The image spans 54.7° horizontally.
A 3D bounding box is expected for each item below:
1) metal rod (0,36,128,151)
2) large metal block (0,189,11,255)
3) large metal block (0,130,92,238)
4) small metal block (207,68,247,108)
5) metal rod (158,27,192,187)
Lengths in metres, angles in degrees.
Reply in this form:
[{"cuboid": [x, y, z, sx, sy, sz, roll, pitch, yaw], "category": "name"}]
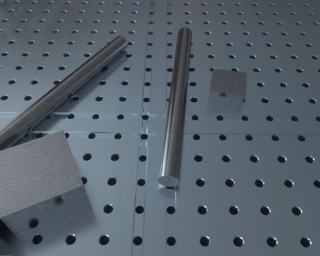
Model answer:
[{"cuboid": [-0.145, -0.049, 0.447, 0.025, 0.025, 0.301, 26, 54, 20], "category": "metal rod"}, {"cuboid": [-0.197, 0.104, 0.302, 0.081, 0.050, 0.080, -13, 51, -11], "category": "large metal block"}, {"cuboid": [-0.130, 0.059, 0.341, 0.081, 0.050, 0.080, -20, 53, -16], "category": "large metal block"}, {"cuboid": [0.100, -0.059, 0.458, 0.050, 0.025, 0.050, 9, 51, 8], "category": "small metal block"}, {"cuboid": [0.027, -0.053, 0.451, 0.025, 0.025, 0.300, 5, 50, 4], "category": "metal rod"}]
